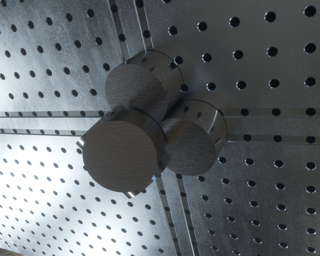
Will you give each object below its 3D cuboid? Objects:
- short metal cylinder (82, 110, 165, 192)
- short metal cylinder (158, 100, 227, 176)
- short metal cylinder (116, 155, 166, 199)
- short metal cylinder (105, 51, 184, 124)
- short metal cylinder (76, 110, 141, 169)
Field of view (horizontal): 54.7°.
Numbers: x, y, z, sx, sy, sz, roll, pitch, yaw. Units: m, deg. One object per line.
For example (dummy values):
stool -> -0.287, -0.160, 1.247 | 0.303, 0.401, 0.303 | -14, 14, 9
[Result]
short metal cylinder -> -0.038, 0.024, 0.345 | 0.080, 0.050, 0.079 | 2, 106, 9
short metal cylinder -> 0.037, 0.012, 0.381 | 0.080, 0.050, 0.079 | 13, 124, 20
short metal cylinder -> -0.032, 0.049, 0.421 | 0.050, 0.080, 0.080 | 47, 129, -5
short metal cylinder -> -0.018, -0.047, 0.373 | 0.080, 0.050, 0.079 | 13, 124, 20
short metal cylinder -> -0.065, 0.012, 0.415 | 0.050, 0.080, 0.080 | 47, 129, -5
